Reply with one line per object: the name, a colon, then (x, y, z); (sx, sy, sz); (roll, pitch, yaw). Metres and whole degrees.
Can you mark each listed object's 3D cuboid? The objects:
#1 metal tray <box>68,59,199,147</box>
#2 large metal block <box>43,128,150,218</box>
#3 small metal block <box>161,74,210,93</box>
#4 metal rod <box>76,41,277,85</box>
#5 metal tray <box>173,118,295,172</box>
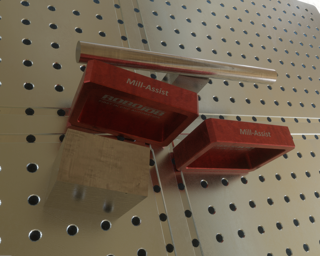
metal tray: (-0.032, -0.023, 0.364); (0.131, 0.090, 0.030); (15, 56, -20)
large metal block: (-0.064, 0.050, 0.309); (0.081, 0.080, 0.050); (15, 56, -20)
small metal block: (0.036, -0.069, 0.455); (0.050, 0.050, 0.025); (6, 60, -26)
metal rod: (0.042, -0.083, 0.418); (0.303, 0.025, 0.025); (1, 61, -28)
metal tray: (0.094, 0.027, 0.402); (0.131, 0.090, 0.030); (5, 60, -26)
